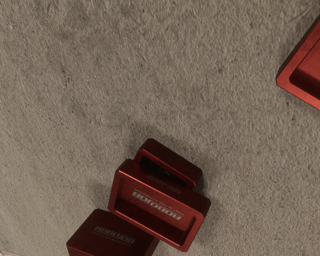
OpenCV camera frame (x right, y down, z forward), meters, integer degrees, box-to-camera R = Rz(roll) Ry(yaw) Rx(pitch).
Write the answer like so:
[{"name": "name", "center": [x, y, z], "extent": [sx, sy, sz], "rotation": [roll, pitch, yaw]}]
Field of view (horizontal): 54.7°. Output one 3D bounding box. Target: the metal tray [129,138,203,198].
[{"name": "metal tray", "center": [-0.007, 0.087, 0.459], "extent": [0.090, 0.030, 0.129], "rotation": [32, 128, 6]}]

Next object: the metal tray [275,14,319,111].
[{"name": "metal tray", "center": [0.186, -0.047, 0.276], "extent": [0.130, 0.030, 0.089], "rotation": [33, 128, 6]}]

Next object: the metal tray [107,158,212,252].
[{"name": "metal tray", "center": [-0.005, 0.108, 0.432], "extent": [0.130, 0.030, 0.089], "rotation": [25, 127, 11]}]

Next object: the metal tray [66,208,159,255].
[{"name": "metal tray", "center": [-0.077, 0.192, 0.522], "extent": [0.130, 0.090, 0.030], "rotation": [10, 123, 22]}]
